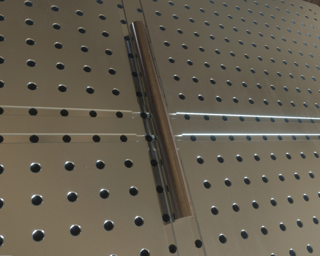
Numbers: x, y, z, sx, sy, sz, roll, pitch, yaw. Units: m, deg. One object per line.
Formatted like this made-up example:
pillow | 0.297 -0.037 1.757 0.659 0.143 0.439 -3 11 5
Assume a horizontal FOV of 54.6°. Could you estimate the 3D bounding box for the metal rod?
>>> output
metal rod | -0.003 -0.027 0.422 0.025 0.025 0.299 1 62 -28
